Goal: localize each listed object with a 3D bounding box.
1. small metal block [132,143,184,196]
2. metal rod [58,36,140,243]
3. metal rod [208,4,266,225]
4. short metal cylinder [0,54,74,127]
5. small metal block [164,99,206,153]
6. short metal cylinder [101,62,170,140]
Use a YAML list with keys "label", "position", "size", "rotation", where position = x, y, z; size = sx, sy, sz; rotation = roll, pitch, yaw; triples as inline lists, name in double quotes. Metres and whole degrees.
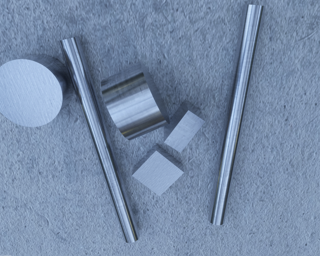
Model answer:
- label: "small metal block"
  position: [-0.003, 0.058, 0.431]
  size: [0.050, 0.025, 0.050]
  rotation: [40, 105, -14]
- label: "metal rod"
  position: [-0.076, 0.030, 0.419]
  size: [0.025, 0.025, 0.298]
  rotation: [-12, 110, 4]
- label: "metal rod"
  position: [0.096, -0.002, 0.409]
  size: [0.025, 0.025, 0.298]
  rotation: [5, 110, -2]
- label: "short metal cylinder"
  position: [-0.152, -0.047, 0.378]
  size: [0.081, 0.050, 0.079]
  rotation: [0, 110, 0]
- label: "small metal block"
  position: [0.029, -0.004, 0.395]
  size: [0.025, 0.050, 0.050]
  rotation: [33, 107, -12]
- label: "short metal cylinder"
  position: [-0.028, -0.031, 0.369]
  size: [0.050, 0.080, 0.080]
  rotation: [-23, 109, 8]
